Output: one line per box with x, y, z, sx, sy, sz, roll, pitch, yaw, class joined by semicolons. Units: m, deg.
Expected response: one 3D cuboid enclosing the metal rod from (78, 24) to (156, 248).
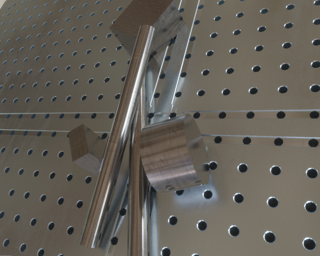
-0.051;-0.001;0.406;0.025;0.025;0.299;4;73;30;metal rod

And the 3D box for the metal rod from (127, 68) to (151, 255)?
-0.028;0.019;0.411;0.025;0.025;0.299;-16;55;19;metal rod

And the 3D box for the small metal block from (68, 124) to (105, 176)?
-0.097;0.030;0.424;0.025;0.050;0.050;-29;52;10;small metal block

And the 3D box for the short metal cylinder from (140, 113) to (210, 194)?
0.018;0.029;0.346;0.050;0.080;0.080;-16;55;19;short metal cylinder

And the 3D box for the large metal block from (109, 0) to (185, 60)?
-0.020;-0.166;0.505;0.080;0.050;0.080;30;78;37;large metal block
